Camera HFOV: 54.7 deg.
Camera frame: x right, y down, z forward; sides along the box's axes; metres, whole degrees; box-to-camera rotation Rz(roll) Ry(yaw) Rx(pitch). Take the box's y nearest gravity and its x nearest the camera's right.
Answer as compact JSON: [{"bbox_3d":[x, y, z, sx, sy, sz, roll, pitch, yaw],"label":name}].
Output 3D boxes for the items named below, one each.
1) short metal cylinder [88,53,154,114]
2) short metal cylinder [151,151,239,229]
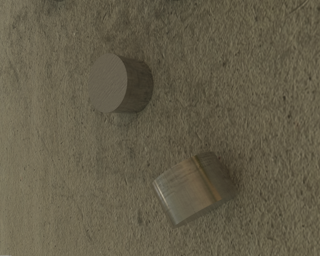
[{"bbox_3d":[-0.056,-0.060,0.435,0.080,0.050,0.080,0,90,40],"label":"short metal cylinder"},{"bbox_3d":[0.038,0.068,0.338,0.080,0.081,0.050,-43,64,32],"label":"short metal cylinder"}]
